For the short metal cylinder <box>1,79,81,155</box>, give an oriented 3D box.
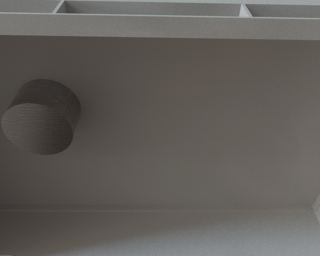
[{"bbox_3d":[-0.143,-0.013,0.380,0.081,0.050,0.079,0,130,0],"label":"short metal cylinder"}]
